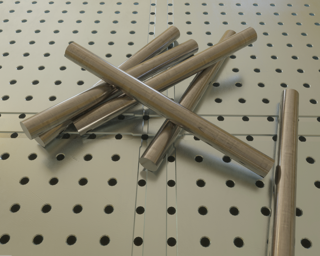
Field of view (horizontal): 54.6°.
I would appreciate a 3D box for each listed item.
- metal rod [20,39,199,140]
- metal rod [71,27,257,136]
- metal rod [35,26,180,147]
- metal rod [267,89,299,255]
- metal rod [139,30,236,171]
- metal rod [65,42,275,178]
[{"bbox_3d":[-0.051,-0.067,0.445,0.302,0.025,0.025,-34,57,-32],"label":"metal rod"},{"bbox_3d":[0.016,-0.073,0.445,0.301,0.025,0.025,-30,56,-14],"label":"metal rod"},{"bbox_3d":[-0.065,-0.077,0.472,0.025,0.025,0.301,30,56,23],"label":"metal rod"},{"bbox_3d":[0.143,0.062,0.355,0.025,0.025,0.300,13,51,11],"label":"metal rod"},{"bbox_3d":[0.055,-0.059,0.457,0.025,0.025,0.301,22,53,17],"label":"metal rod"},{"bbox_3d":[0.003,-0.029,0.394,0.300,0.025,0.025,32,57,13],"label":"metal rod"}]
